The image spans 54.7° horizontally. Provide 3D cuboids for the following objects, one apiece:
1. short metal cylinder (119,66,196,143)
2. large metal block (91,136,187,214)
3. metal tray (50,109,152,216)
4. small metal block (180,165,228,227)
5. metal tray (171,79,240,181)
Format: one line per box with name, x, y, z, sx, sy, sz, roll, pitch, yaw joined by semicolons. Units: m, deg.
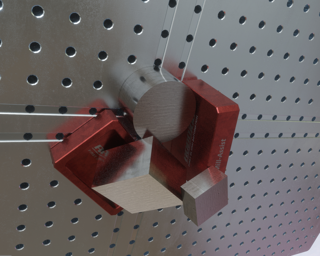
short metal cylinder;-0.004;-0.029;0.377;0.081;0.050;0.079;-14;125;-21
large metal block;-0.022;0.061;0.382;0.080;0.050;0.080;-18;136;27
metal tray;-0.064;0.049;0.403;0.090;0.030;0.130;-37;130;-4
small metal block;0.054;0.081;0.371;0.050;0.025;0.050;-29;130;-25
metal tray;0.053;0.012;0.407;0.030;0.090;0.129;-9;123;-24
